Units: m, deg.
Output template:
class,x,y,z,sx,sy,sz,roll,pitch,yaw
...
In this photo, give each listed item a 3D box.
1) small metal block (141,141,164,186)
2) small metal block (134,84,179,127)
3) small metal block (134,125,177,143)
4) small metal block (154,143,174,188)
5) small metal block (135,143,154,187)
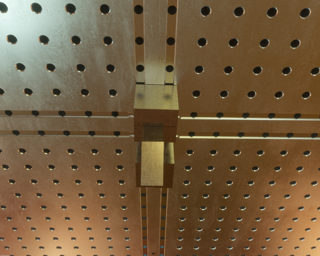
class,x,y,z,sx,sy,sz,roll,pitch,yaw
small metal block,-0.009,0.041,0.376,0.025,0.050,0.050,1,88,0
small metal block,-0.005,-0.028,0.371,0.050,0.050,0.025,2,130,-2
small metal block,-0.006,-0.008,0.387,0.050,0.050,0.025,2,130,-2
small metal block,0.005,0.049,0.435,0.025,0.050,0.050,1,130,-1
small metal block,-0.020,0.048,0.436,0.025,0.050,0.050,1,130,-1
